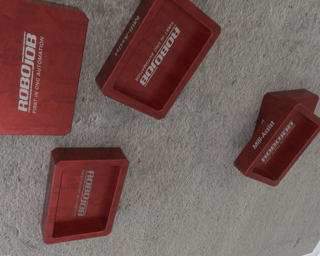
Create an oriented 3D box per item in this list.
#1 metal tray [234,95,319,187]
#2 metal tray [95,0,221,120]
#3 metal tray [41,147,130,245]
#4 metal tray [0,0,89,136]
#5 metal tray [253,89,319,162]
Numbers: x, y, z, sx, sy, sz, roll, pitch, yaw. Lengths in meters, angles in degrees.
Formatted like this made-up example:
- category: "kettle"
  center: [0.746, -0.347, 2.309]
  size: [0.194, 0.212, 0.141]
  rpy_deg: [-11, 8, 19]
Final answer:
- category: "metal tray"
  center: [0.185, 0.024, 0.479]
  size: [0.091, 0.030, 0.129]
  rpy_deg: [23, 106, -36]
- category: "metal tray"
  center: [-0.001, -0.082, 0.351]
  size: [0.090, 0.030, 0.129]
  rpy_deg: [24, 105, -37]
- category: "metal tray"
  center: [-0.099, 0.088, 0.403]
  size: [0.091, 0.030, 0.129]
  rpy_deg: [2, 118, -30]
- category: "metal tray"
  center: [-0.127, -0.056, 0.300]
  size: [0.091, 0.030, 0.129]
  rpy_deg: [2, 118, -29]
- category: "metal tray"
  center: [0.202, 0.003, 0.515]
  size: [0.091, 0.030, 0.129]
  rpy_deg: [-8, 122, -24]
